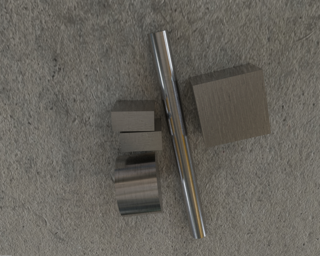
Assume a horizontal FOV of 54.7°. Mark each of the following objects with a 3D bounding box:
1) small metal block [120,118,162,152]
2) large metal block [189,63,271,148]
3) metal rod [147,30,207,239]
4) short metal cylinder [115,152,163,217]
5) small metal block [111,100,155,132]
[{"bbox_3d":[-0.023,0.008,0.399,0.050,0.050,0.025,-3,110,0],"label":"small metal block"},{"bbox_3d":[0.086,-0.029,0.387,0.080,0.050,0.080,-13,110,4],"label":"large metal block"},{"bbox_3d":[0.028,0.022,0.418,0.025,0.025,0.298,-11,110,4],"label":"metal rod"},{"bbox_3d":[-0.026,0.074,0.407,0.050,0.080,0.079,-7,110,2],"label":"short metal cylinder"},{"bbox_3d":[-0.032,-0.016,0.390,0.050,0.050,0.025,-1,110,0],"label":"small metal block"}]
